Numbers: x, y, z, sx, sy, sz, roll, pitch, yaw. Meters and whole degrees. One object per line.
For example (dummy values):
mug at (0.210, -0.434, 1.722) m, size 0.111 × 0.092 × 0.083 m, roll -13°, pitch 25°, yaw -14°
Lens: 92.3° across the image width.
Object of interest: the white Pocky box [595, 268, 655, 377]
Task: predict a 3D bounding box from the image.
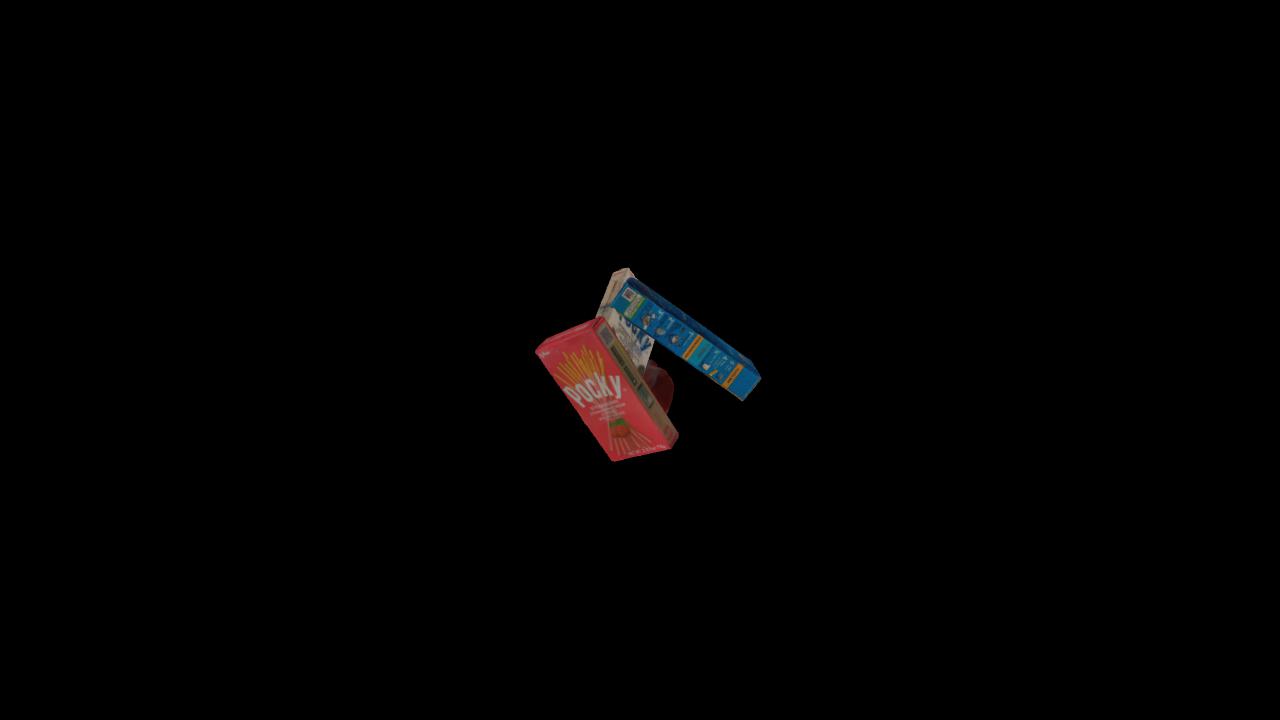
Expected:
white Pocky box at (-0.020, -0.024, 0.690) m, size 0.028 × 0.154 × 0.084 m, roll -14°, pitch -50°, yaw 31°

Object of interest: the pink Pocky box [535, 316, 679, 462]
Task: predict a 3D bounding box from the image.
pink Pocky box at (-0.033, 0.034, 0.635) m, size 0.084 × 0.155 × 0.029 m, roll -19°, pitch 22°, yaw 36°

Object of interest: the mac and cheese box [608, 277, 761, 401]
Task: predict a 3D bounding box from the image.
mac and cheese box at (0.051, -0.029, 0.714) m, size 0.184 × 0.041 × 0.093 m, roll 35°, pitch 11°, yaw -6°

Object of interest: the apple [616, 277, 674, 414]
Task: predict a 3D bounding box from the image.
apple at (-0.003, 0.047, 0.732) m, size 0.079 × 0.093 × 0.079 m, roll 44°, pitch -7°, yaw 7°
